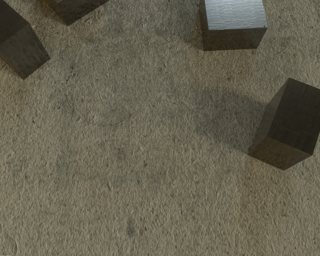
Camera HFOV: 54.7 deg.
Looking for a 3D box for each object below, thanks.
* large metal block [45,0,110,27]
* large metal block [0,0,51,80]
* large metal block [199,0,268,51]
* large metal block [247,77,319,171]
[{"bbox_3d":[-0.137,-0.218,0.473,0.080,0.050,0.080,-38,75,-13],"label":"large metal block"},{"bbox_3d":[-0.208,-0.125,0.423,0.080,0.080,0.050,41,75,13],"label":"large metal block"},{"bbox_3d":[0.104,-0.163,0.455,0.081,0.050,0.080,-3,70,-1],"label":"large metal block"},{"bbox_3d":[0.155,-0.002,0.380,0.050,0.080,0.080,24,72,8],"label":"large metal block"}]
